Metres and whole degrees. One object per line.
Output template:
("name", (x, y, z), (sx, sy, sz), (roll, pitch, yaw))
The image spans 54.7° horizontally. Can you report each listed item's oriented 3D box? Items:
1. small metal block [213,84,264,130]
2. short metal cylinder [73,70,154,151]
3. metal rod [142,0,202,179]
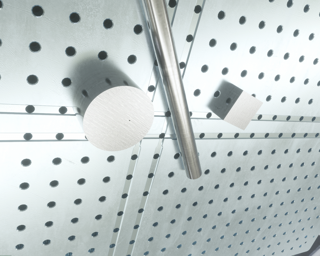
("small metal block", (0.116, -0.030, 0.459), (0.050, 0.025, 0.050), (22, 107, -37))
("short metal cylinder", (-0.054, -0.020, 0.354), (0.081, 0.050, 0.079), (-14, 125, -21))
("metal rod", (0.020, -0.043, 0.396), (0.025, 0.025, 0.298), (-26, 128, -13))
